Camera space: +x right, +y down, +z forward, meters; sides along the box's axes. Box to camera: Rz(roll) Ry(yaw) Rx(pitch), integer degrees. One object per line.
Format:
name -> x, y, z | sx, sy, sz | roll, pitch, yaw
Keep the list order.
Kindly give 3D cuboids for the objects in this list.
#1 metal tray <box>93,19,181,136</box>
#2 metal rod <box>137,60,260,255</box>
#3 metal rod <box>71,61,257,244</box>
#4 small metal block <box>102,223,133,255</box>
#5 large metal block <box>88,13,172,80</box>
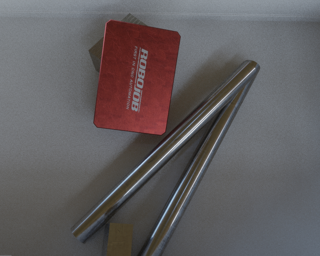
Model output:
metal tray -> -0.030, -0.061, 0.390 | 0.091, 0.030, 0.129 | 7, 97, -10
metal rod -> 0.057, 0.033, 0.398 | 0.025, 0.025, 0.300 | 28, 72, 9
metal rod -> 0.011, 0.024, 0.387 | 0.301, 0.025, 0.025 | -44, 76, -9
small metal block -> -0.049, 0.133, 0.344 | 0.025, 0.050, 0.050 | 8, 69, -13
large metal block -> -0.037, -0.098, 0.432 | 0.080, 0.050, 0.080 | 38, 74, 12
